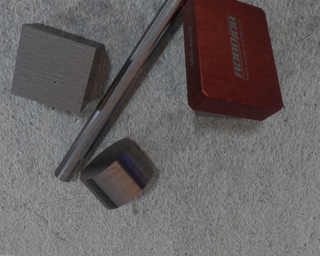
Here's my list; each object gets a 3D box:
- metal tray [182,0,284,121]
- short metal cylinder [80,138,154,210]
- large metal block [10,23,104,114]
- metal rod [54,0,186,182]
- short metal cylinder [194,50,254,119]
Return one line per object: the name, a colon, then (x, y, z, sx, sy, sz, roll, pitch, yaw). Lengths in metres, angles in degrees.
metal tray: (0.073, -0.077, 0.324, 0.091, 0.130, 0.030, 8, 155, -20)
short metal cylinder: (-0.055, 0.058, 0.401, 0.080, 0.080, 0.050, -33, 107, 11)
large metal block: (-0.120, -0.072, 0.369, 0.080, 0.050, 0.079, 17, 109, -7)
metal rod: (-0.051, -0.049, 0.391, 0.025, 0.025, 0.299, 33, 107, -12)
short metal cylinder: (0.071, -0.052, 0.362, 0.050, 0.080, 0.079, 5, 110, -2)
